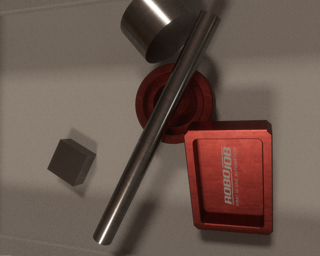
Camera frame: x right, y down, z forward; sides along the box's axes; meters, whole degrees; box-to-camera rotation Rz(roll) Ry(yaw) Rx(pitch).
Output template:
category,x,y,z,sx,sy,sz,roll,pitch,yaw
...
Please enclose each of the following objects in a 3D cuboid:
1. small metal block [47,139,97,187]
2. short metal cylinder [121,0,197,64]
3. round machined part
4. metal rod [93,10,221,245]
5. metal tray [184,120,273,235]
category,x,y,z,sx,sy,sz,roll,pitch,yaw
small metal block,-0.129,0.050,0.455,0.050,0.025,0.050,29,99,17
short metal cylinder,-0.001,-0.126,0.381,0.080,0.080,0.050,-42,77,15
round machined part,0.022,-0.030,0.393,0.098,0.042,0.097,0,90,19
metal rod,-0.008,0.007,0.368,0.025,0.025,0.298,29,99,17
metal tray,0.080,0.057,0.353,0.090,0.030,0.129,-1,111,18
